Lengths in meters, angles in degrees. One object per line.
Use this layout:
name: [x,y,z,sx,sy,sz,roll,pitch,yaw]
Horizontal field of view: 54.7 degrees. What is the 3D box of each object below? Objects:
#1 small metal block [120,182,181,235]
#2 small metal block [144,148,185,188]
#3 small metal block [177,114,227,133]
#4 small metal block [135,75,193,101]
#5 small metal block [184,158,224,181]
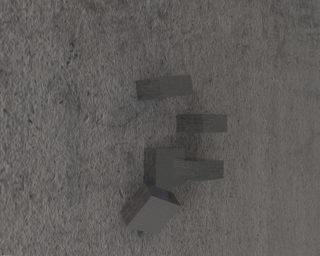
small metal block: [-0.011,0.100,0.380,0.050,0.025,0.050,29,104,-36]
small metal block: [0.006,0.051,0.410,0.050,0.025,0.050,1,90,-40]
small metal block: [0.059,-0.006,0.437,0.050,0.050,0.025,0,90,-40]
small metal block: [0.005,-0.051,0.392,0.050,0.050,0.025,-11,98,-39]
small metal block: [0.053,0.057,0.433,0.050,0.050,0.025,2,89,-40]
